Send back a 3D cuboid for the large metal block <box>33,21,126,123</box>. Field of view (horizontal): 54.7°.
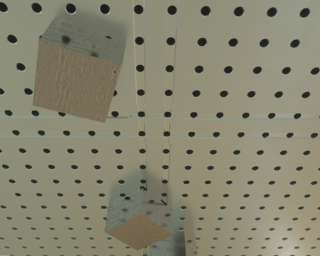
[{"bbox_3d":[-0.089,-0.060,0.343,0.081,0.050,0.079,14,129,-12],"label":"large metal block"}]

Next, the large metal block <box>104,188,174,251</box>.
[{"bbox_3d":[-0.034,0.158,0.529,0.080,0.050,0.080,-32,124,24],"label":"large metal block"}]

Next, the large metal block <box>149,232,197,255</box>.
[{"bbox_3d":[0.026,0.259,0.597,0.080,0.080,0.050,-25,126,19],"label":"large metal block"}]
